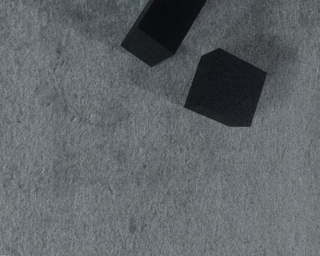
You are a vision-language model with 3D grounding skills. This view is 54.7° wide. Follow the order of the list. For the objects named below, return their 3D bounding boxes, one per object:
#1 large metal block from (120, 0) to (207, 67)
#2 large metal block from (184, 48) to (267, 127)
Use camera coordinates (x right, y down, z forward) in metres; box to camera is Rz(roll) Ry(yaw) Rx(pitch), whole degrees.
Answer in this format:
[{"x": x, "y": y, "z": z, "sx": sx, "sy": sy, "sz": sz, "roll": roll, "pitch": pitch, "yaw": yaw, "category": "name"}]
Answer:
[{"x": 0.002, "y": -0.129, "z": 0.381, "sx": 0.050, "sy": 0.080, "sz": 0.080, "roll": 33, "pitch": 79, "yaw": -18, "category": "large metal block"}, {"x": 0.090, "y": -0.053, "z": 0.431, "sx": 0.080, "sy": 0.050, "sz": 0.080, "roll": 21, "pitch": 83, "yaw": -19, "category": "large metal block"}]
